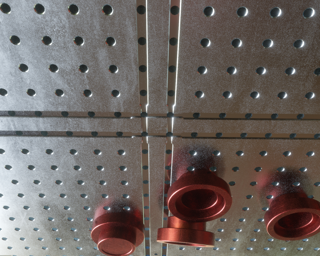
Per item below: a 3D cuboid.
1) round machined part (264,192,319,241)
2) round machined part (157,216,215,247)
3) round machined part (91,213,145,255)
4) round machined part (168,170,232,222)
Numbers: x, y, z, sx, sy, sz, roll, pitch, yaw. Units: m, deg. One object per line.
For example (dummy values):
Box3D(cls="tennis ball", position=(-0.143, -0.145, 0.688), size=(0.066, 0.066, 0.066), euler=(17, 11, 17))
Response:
Box3D(cls="round machined part", position=(0.227, 0.147, 0.527), size=(0.099, 0.042, 0.097), euler=(0, 130, 0))
Box3D(cls="round machined part", position=(0.045, 0.179, 0.536), size=(0.098, 0.042, 0.098), euler=(5, 157, 2))
Box3D(cls="round machined part", position=(-0.078, 0.202, 0.571), size=(0.099, 0.042, 0.097), euler=(0, 130, 0))
Box3D(cls="round machined part", position=(0.061, 0.104, 0.489), size=(0.099, 0.042, 0.097), euler=(0, 130, 0))
